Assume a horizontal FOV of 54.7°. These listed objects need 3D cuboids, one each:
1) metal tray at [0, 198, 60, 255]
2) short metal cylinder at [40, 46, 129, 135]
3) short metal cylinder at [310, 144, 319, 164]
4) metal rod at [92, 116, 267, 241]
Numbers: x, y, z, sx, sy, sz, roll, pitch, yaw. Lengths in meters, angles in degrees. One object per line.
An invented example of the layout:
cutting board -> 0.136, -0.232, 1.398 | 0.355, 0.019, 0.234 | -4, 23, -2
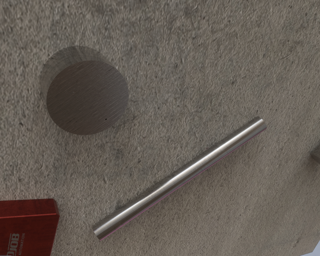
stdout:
metal tray -> -0.187, 0.152, 0.395 | 0.091, 0.030, 0.129 | 5, 116, -31
short metal cylinder -> -0.079, -0.039, 0.323 | 0.081, 0.050, 0.079 | -14, 124, -21
short metal cylinder -> 0.339, 0.058, 0.592 | 0.050, 0.080, 0.080 | -49, 129, 6
metal rod -> 0.034, 0.073, 0.470 | 0.301, 0.025, 0.025 | -33, 129, -7
